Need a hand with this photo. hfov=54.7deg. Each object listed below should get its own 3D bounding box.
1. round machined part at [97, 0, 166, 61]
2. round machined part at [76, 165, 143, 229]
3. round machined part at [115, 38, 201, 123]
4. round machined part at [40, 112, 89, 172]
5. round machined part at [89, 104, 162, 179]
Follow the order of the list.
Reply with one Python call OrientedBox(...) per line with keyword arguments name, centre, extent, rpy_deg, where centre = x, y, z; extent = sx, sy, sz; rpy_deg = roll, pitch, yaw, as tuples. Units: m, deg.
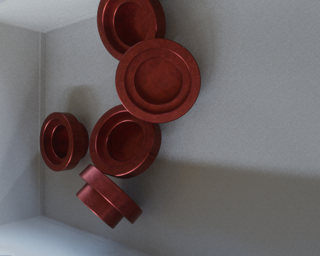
OrientedBox(name="round machined part", centre=(-0.033, -0.137, 0.408), extent=(0.098, 0.042, 0.097), rpy_deg=(15, 119, 31))
OrientedBox(name="round machined part", centre=(-0.074, 0.097, 0.416), extent=(0.098, 0.098, 0.042), rpy_deg=(30, 69, 35))
OrientedBox(name="round machined part", centre=(-0.001, -0.058, 0.374), extent=(0.099, 0.042, 0.097), rpy_deg=(1, 104, 3))
OrientedBox(name="round machined part", centre=(-0.158, 0.023, 0.523), extent=(0.098, 0.042, 0.097), rpy_deg=(0, 90, 39))
OrientedBox(name="round machined part", centre=(-0.042, 0.020, 0.413), extent=(0.098, 0.042, 0.098), rpy_deg=(-10, 66, 23))
